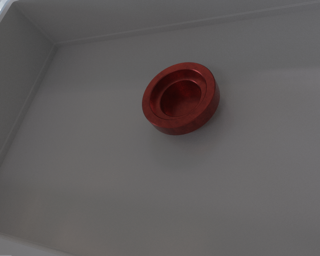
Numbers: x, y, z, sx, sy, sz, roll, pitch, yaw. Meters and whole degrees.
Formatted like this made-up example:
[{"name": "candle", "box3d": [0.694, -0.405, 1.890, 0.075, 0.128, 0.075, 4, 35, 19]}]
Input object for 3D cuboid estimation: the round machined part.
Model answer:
[{"name": "round machined part", "box3d": [0.030, -0.033, 0.401, 0.098, 0.042, 0.098, -13, 56, 21]}]
